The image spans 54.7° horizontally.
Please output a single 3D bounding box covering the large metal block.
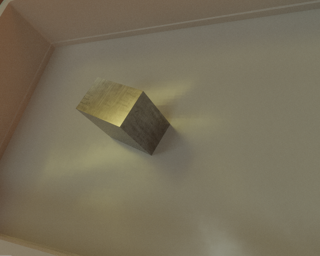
[{"bbox_3d":[-0.046,-0.015,0.402,0.080,0.080,0.050,21,73,35],"label":"large metal block"}]
